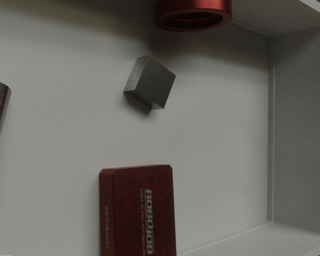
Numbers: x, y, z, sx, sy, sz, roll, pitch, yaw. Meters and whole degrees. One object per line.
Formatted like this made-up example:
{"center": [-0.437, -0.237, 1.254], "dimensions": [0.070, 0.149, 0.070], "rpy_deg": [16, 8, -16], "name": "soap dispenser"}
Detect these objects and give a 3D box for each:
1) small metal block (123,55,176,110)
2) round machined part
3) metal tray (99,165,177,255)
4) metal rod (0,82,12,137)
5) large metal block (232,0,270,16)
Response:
{"center": [-0.012, -0.057, 0.398], "dimensions": [0.050, 0.025, 0.050], "rpy_deg": [32, 70, -36], "name": "small metal block"}
{"center": [0.041, -0.157, 0.396], "dimensions": [0.099, 0.098, 0.042], "rpy_deg": [-5, 93, -40], "name": "round machined part"}
{"center": [-0.025, 0.112, 0.377], "dimensions": [0.091, 0.030, 0.129], "rpy_deg": [1, 84, -40], "name": "metal tray"}
{"center": [-0.140, 0.088, 0.200], "dimensions": [0.025, 0.025, 0.299], "rpy_deg": [27, 45, -37], "name": "metal rod"}
{"center": [0.154, -0.255, 0.525], "dimensions": [0.080, 0.050, 0.080], "rpy_deg": [47, 62, -30], "name": "large metal block"}
